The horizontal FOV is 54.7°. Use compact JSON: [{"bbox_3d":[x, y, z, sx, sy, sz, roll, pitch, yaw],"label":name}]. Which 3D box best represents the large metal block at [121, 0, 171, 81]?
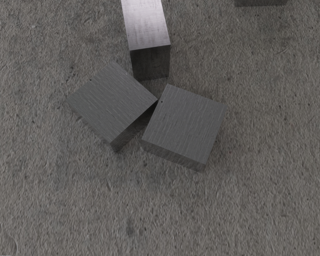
[{"bbox_3d":[-0.019,-0.120,0.422,0.050,0.080,0.080,-10,70,-3],"label":"large metal block"}]

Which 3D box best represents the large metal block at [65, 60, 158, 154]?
[{"bbox_3d":[-0.059,-0.027,0.404,0.080,0.050,0.080,43,75,14],"label":"large metal block"}]

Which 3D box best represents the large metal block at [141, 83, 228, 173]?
[{"bbox_3d":[0.031,0.001,0.394,0.080,0.050,0.080,21,71,7],"label":"large metal block"}]

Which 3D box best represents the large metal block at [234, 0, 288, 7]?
[{"bbox_3d":[0.159,-0.231,0.464,0.081,0.080,0.050,-3,70,-1],"label":"large metal block"}]
